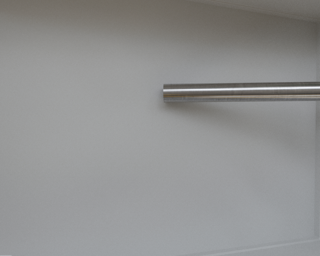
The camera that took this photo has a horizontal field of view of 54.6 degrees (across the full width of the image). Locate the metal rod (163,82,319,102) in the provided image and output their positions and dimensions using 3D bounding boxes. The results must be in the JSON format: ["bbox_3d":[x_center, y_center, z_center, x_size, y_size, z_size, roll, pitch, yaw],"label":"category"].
[{"bbox_3d":[0.156,-0.047,0.405,0.301,0.025,0.025,0,90,3],"label":"metal rod"}]
